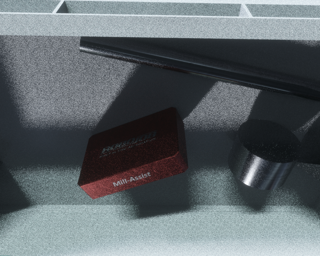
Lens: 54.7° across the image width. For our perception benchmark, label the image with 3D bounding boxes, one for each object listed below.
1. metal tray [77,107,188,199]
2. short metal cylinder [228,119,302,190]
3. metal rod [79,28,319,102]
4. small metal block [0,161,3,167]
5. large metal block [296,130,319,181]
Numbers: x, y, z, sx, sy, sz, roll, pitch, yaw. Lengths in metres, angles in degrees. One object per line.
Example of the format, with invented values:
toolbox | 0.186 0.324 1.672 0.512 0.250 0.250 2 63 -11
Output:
metal tray | -0.033 0.030 0.391 0.130 0.090 0.030 -19 128 15
short metal cylinder | 0.134 0.033 0.404 0.081 0.080 0.050 5 130 -5
metal rod | 0.064 -0.067 0.352 0.302 0.025 0.025 10 129 -9
small metal block | -0.263 0.074 0.452 0.050 0.050 0.025 -36 122 26
large metal block | 0.227 0.045 0.391 0.080 0.080 0.050 33 87 1
